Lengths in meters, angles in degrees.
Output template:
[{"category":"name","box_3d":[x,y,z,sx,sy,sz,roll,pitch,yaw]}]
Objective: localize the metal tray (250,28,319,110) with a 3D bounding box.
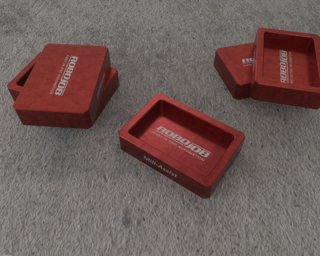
[{"category":"metal tray","box_3d":[0.178,-0.088,0.435,0.090,0.030,0.130,10,51,8]}]

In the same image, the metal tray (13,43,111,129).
[{"category":"metal tray","box_3d":[-0.123,-0.060,0.409,0.091,0.030,0.130,4,50,3]}]

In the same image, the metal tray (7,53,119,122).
[{"category":"metal tray","box_3d":[-0.137,-0.062,0.451,0.130,0.030,0.090,15,52,12]}]

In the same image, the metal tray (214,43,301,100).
[{"category":"metal tray","box_3d":[0.161,-0.095,0.481,0.131,0.030,0.090,-12,51,-10]}]

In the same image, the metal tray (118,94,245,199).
[{"category":"metal tray","box_3d":[0.026,0.017,0.385,0.130,0.030,0.090,28,55,21]}]
